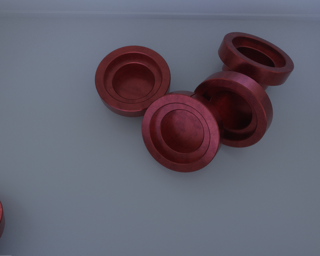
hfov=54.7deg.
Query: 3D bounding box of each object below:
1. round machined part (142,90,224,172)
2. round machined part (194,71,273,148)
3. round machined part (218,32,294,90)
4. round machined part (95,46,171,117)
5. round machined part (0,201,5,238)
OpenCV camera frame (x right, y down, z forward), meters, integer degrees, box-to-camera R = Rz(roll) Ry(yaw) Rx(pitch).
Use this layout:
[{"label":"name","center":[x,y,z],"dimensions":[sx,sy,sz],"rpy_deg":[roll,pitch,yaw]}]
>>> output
[{"label":"round machined part","center":[0.030,0.002,0.382],"dimensions":[0.098,0.042,0.097],"rpy_deg":[8,109,23]},{"label":"round machined part","center":[0.092,-0.027,0.386],"dimensions":[0.098,0.097,0.042],"rpy_deg":[37,51,12]},{"label":"round machined part","center":[0.124,-0.086,0.417],"dimensions":[0.099,0.042,0.098],"rpy_deg":[12,41,-11]},{"label":"round machined part","center":[-0.035,-0.059,0.422],"dimensions":[0.099,0.042,0.098],"rpy_deg":[0,70,0]},{"label":"round machined part","center":[-0.226,0.114,0.341],"dimensions":[0.099,0.042,0.098],"rpy_deg":[8,36,-6]}]
